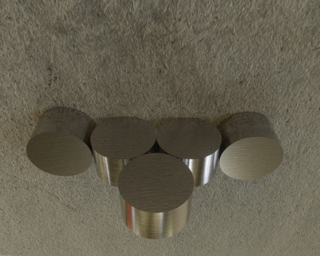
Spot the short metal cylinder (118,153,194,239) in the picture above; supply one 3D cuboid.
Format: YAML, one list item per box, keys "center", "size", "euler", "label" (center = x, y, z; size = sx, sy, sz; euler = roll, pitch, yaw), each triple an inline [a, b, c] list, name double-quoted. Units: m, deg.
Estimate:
- center: [-0.004, 0.074, 0.344]
  size: [0.081, 0.080, 0.050]
  euler: [1, 131, -1]
  label: "short metal cylinder"

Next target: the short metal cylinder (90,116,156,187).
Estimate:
- center: [-0.045, 0.029, 0.397]
  size: [0.081, 0.080, 0.050]
  euler: [0, 130, 0]
  label: "short metal cylinder"

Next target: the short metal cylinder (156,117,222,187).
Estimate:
- center: [0.036, 0.029, 0.398]
  size: [0.081, 0.080, 0.050]
  euler: [0, 129, 0]
  label: "short metal cylinder"

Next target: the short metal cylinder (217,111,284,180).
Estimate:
- center: [0.116, 0.024, 0.413]
  size: [0.081, 0.050, 0.079]
  euler: [-1, 131, 0]
  label: "short metal cylinder"

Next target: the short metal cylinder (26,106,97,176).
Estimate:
- center: [-0.125, 0.018, 0.406]
  size: [0.081, 0.050, 0.079]
  euler: [-1, 130, 0]
  label: "short metal cylinder"
